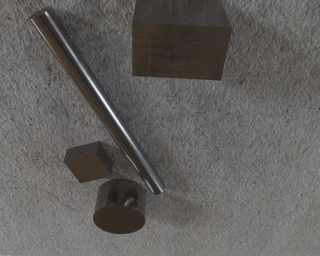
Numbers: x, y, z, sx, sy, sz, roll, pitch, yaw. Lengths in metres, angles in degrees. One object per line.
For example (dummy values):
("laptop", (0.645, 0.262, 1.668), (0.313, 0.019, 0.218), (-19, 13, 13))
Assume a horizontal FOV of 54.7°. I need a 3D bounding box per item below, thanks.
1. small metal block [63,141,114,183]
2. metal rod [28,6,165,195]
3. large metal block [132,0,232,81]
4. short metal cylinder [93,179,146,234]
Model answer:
("small metal block", (-0.102, 0.050, 0.449), (0.050, 0.025, 0.050), (-14, 129, 11))
("metal rod", (-0.061, -0.010, 0.397), (0.025, 0.025, 0.299), (-18, 128, 14))
("large metal block", (0.017, -0.090, 0.295), (0.081, 0.080, 0.050), (2, 130, -2))
("short metal cylinder", (-0.063, 0.127, 0.498), (0.081, 0.050, 0.079), (0, 130, 0))
